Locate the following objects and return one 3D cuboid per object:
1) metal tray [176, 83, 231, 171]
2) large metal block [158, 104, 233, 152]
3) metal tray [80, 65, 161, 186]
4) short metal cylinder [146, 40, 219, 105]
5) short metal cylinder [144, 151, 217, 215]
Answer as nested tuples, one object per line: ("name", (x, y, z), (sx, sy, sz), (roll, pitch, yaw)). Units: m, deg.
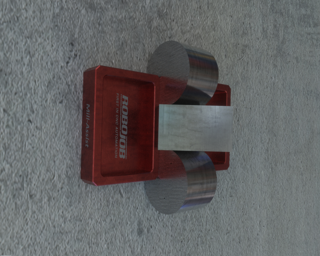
("metal tray", (0.064, -0.002, 0.457), (0.091, 0.030, 0.129), (2, 89, -40))
("large metal block", (0.039, 0.000, 0.376), (0.081, 0.080, 0.050), (2, 90, 0))
("metal tray", (-0.044, -0.002, 0.366), (0.091, 0.030, 0.129), (2, 89, -40))
("short metal cylinder", (0.027, -0.065, 0.392), (0.050, 0.080, 0.080), (3, 89, -40))
("short metal cylinder", (0.024, 0.065, 0.391), (0.050, 0.080, 0.080), (3, 89, -40))
